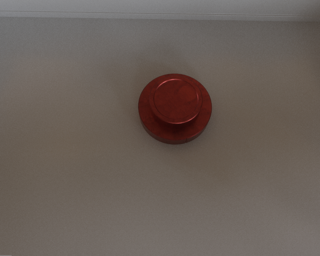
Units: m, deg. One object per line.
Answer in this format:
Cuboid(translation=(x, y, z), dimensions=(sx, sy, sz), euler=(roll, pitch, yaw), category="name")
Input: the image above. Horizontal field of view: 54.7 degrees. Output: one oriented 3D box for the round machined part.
Cuboid(translation=(0.020, -0.030, 0.412), dimensions=(0.099, 0.042, 0.098), euler=(0, 70, -1), category="round machined part")
